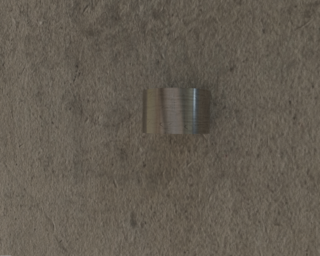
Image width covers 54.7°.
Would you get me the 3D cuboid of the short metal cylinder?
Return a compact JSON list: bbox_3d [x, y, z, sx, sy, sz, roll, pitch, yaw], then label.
[{"bbox_3d":[0.019,-0.019,0.372,0.080,0.080,0.050,1,90,19],"label":"short metal cylinder"}]
